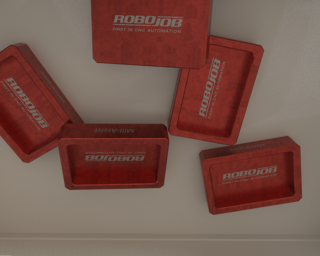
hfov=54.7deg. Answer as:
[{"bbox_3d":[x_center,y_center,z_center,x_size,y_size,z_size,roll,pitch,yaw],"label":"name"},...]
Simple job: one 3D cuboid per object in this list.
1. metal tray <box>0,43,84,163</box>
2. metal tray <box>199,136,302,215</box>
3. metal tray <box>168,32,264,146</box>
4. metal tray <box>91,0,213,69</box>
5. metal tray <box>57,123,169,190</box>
[{"bbox_3d":[-0.173,-0.029,0.395,0.090,0.030,0.130,-30,108,10],"label":"metal tray"},{"bbox_3d":[0.127,0.067,0.435,0.131,0.030,0.089,-10,110,3],"label":"metal tray"},{"bbox_3d":[0.066,-0.048,0.391,0.091,0.030,0.129,10,110,-4],"label":"metal tray"},{"bbox_3d":[-0.010,-0.116,0.346,0.131,0.030,0.089,6,108,13],"label":"metal tray"},{"bbox_3d":[-0.058,0.038,0.401,0.131,0.030,0.089,0,128,-7],"label":"metal tray"}]
